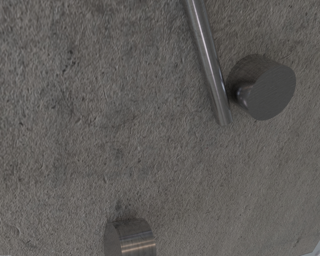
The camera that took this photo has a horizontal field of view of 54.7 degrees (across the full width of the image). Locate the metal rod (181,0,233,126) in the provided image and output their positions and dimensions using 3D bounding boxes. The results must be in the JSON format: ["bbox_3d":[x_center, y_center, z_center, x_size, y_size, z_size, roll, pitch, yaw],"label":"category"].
[{"bbox_3d":[0.045,-0.119,0.357,0.025,0.025,0.299,-31,129,-8],"label":"metal rod"}]

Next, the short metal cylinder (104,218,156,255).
[{"bbox_3d":[-0.046,0.177,0.456,0.050,0.080,0.079,-1,119,-28],"label":"short metal cylinder"}]

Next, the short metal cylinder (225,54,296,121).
[{"bbox_3d":[0.139,-0.057,0.431,0.081,0.050,0.079,-14,124,-21],"label":"short metal cylinder"}]
